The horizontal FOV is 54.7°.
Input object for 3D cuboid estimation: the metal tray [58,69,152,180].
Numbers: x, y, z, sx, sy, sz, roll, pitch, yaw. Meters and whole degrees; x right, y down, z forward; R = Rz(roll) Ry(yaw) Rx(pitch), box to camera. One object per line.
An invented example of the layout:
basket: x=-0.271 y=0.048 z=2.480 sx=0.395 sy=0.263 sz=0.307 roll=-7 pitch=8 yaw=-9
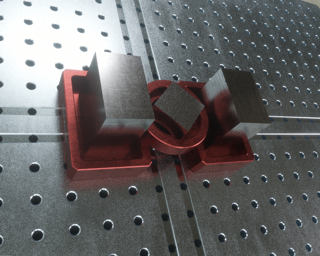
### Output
metal tray: x=-0.068 y=-0.007 z=0.371 sx=0.091 sy=0.030 sz=0.130 roll=1 pitch=61 yaw=-28

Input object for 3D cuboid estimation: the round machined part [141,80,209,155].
round machined part: x=0.009 y=-0.010 z=0.397 sx=0.099 sy=0.042 sz=0.098 roll=14 pitch=56 yaw=-21

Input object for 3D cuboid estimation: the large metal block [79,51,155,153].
large metal block: x=-0.052 y=-0.025 z=0.343 sx=0.050 sy=0.080 sz=0.080 roll=1 pitch=62 yaw=-28

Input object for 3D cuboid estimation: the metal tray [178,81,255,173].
metal tray: x=0.073 y=-0.005 z=0.445 sx=0.091 sy=0.030 sz=0.130 roll=0 pitch=62 yaw=-28

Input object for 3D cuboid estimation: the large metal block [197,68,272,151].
large metal block: x=0.091 y=-0.022 z=0.418 sx=0.050 sy=0.080 sz=0.080 roll=1 pitch=61 yaw=-28

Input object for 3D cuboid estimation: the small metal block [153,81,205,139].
small metal block: x=0.019 y=-0.022 z=0.379 sx=0.050 sy=0.025 sz=0.050 roll=38 pitch=51 yaw=-3
